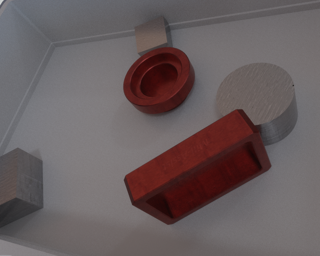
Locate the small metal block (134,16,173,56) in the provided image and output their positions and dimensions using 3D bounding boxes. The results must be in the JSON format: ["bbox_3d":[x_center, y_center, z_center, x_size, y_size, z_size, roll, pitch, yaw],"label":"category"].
[{"bbox_3d":[-0.010,-0.141,0.490,0.050,0.025,0.050,-15,68,19],"label":"small metal block"}]

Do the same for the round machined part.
[{"bbox_3d":[0.002,-0.061,0.430,0.098,0.042,0.098,-13,56,20],"label":"round machined part"}]

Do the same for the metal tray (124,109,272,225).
[{"bbox_3d":[0.042,0.045,0.313,0.130,0.090,0.030,-32,52,7],"label":"metal tray"}]

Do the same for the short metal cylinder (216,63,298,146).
[{"bbox_3d":[0.109,-0.026,0.348,0.080,0.050,0.080,-13,56,20],"label":"short metal cylinder"}]

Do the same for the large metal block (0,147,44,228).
[{"bbox_3d":[-0.220,0.087,0.449,0.080,0.050,0.080,-26,53,11],"label":"large metal block"}]
